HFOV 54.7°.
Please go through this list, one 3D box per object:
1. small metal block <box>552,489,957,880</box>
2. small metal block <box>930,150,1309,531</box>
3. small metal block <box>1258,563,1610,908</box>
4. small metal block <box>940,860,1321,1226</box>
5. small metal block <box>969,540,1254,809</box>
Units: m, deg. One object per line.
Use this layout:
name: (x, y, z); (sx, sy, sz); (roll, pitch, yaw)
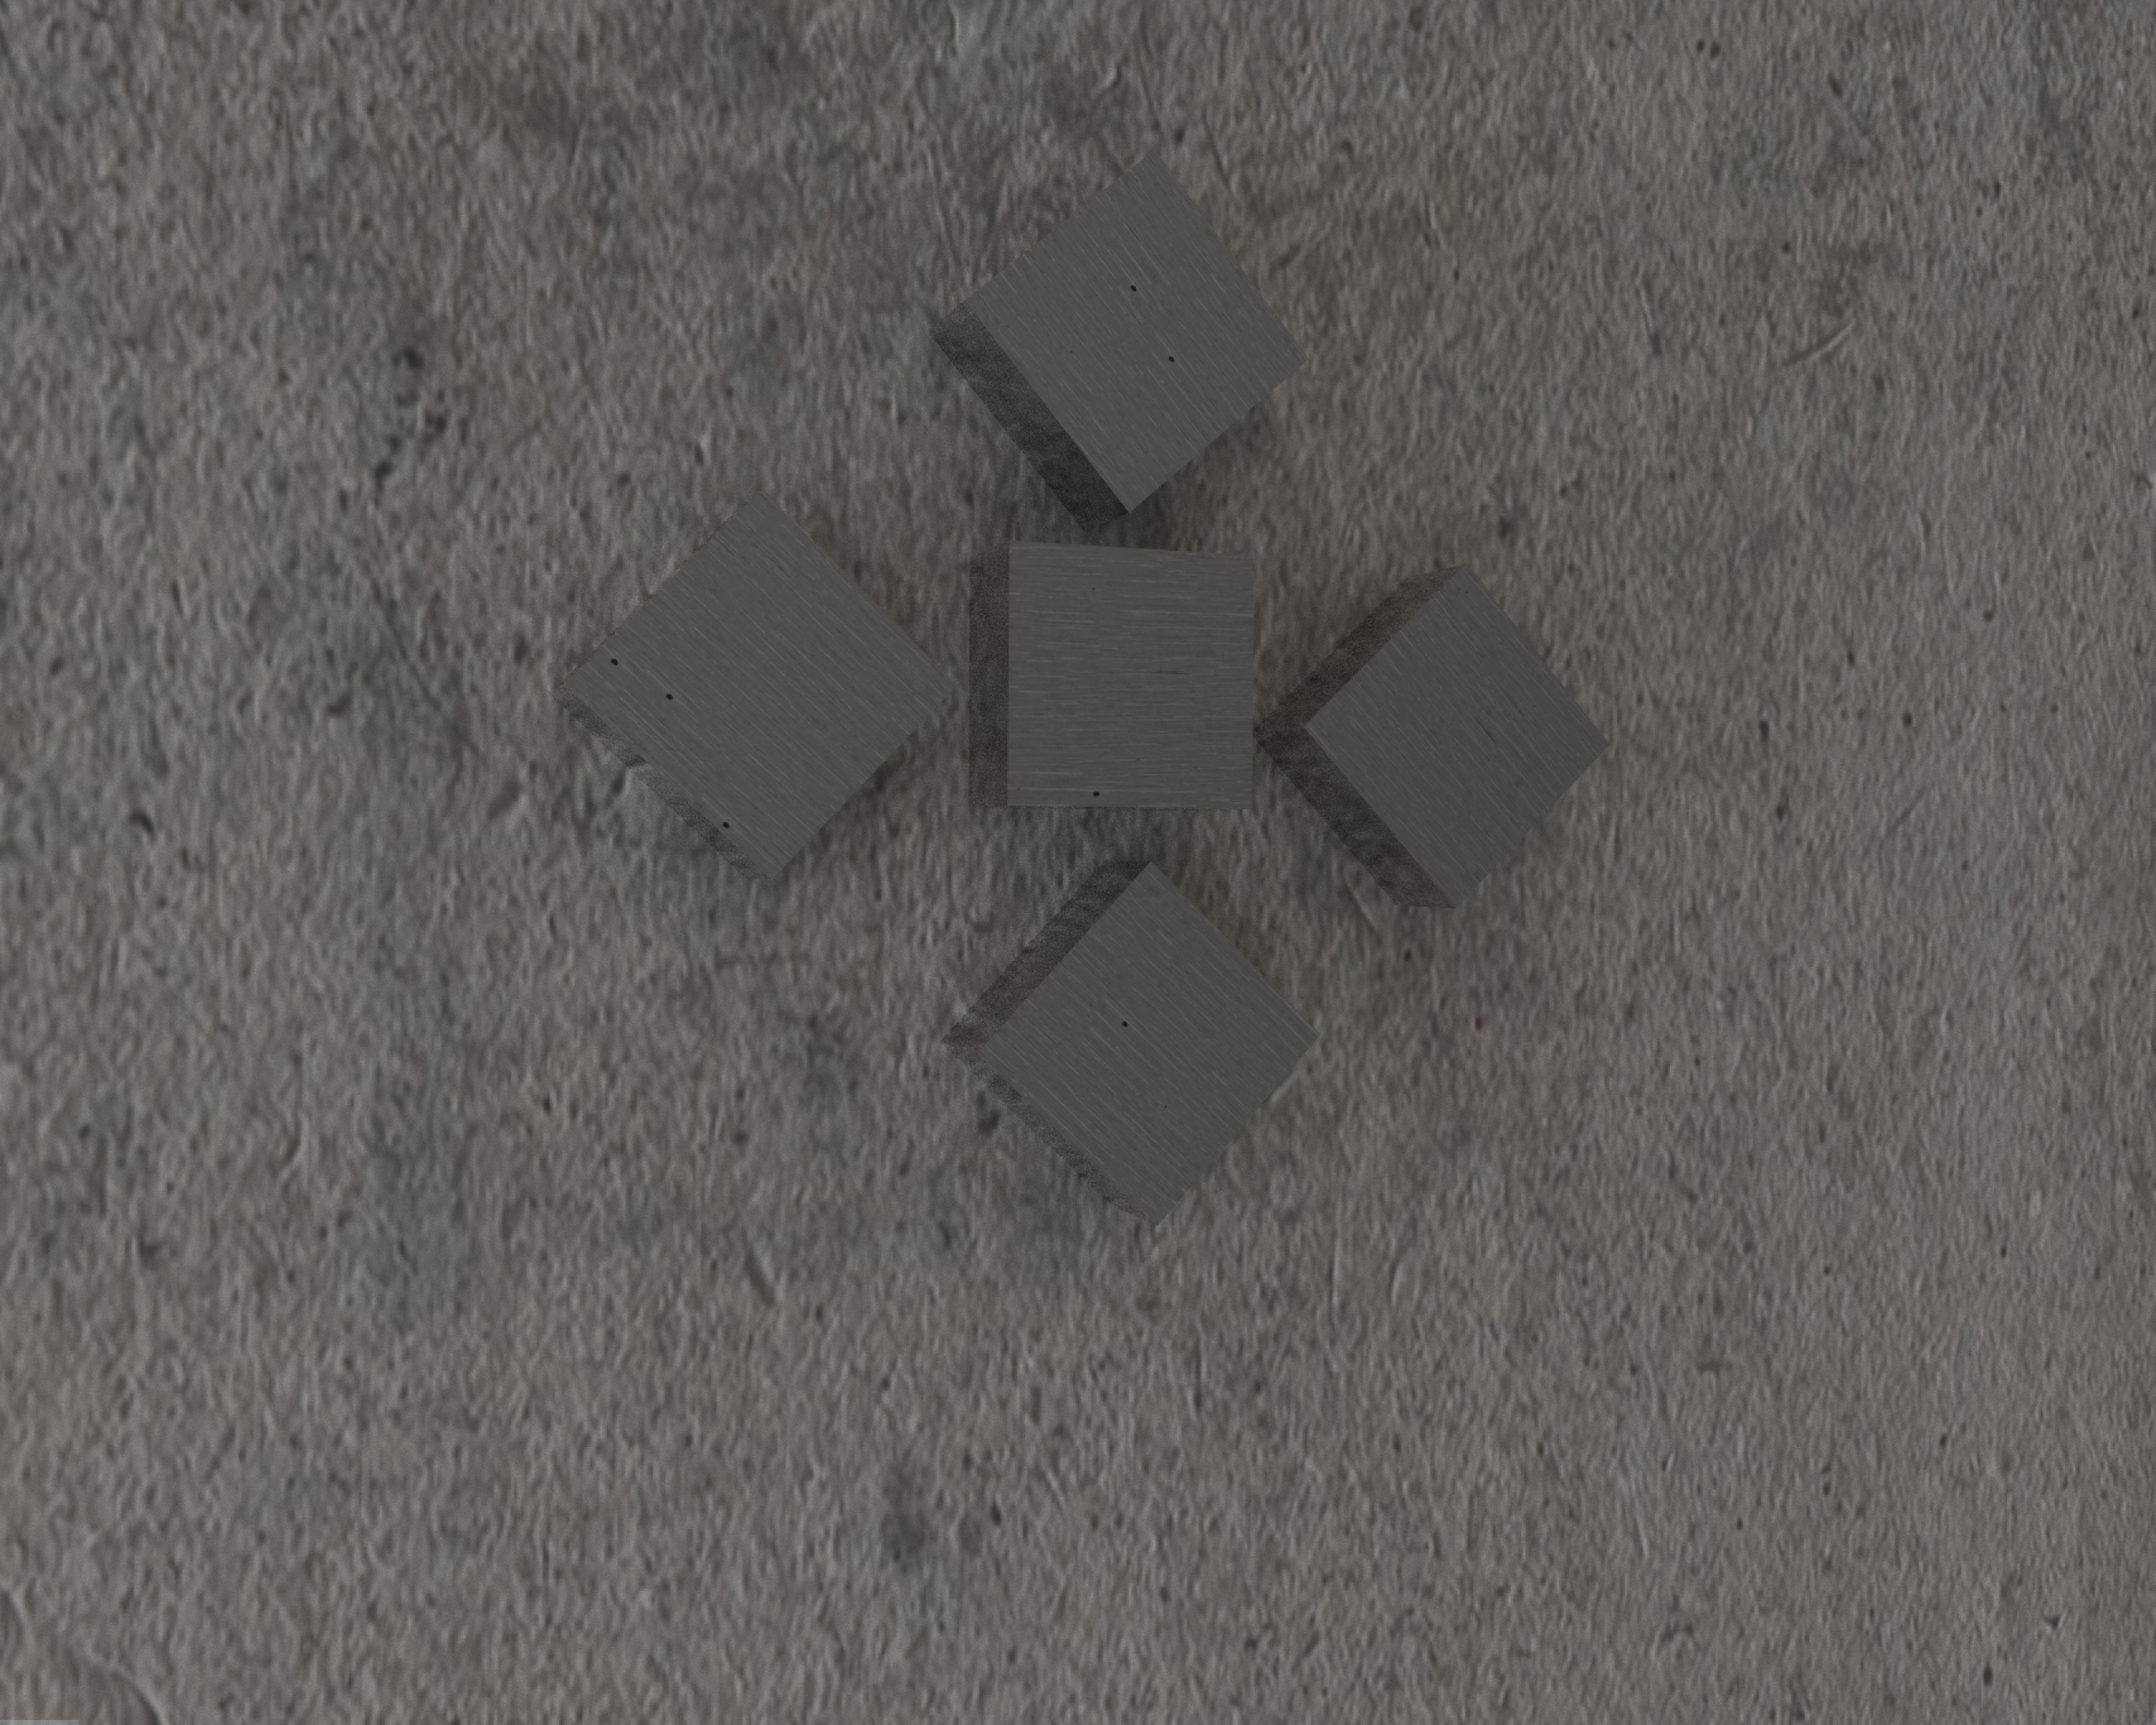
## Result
small metal block: (-0.060, -0.032, 0.387); (0.050, 0.025, 0.050); (45, 76, -15)
small metal block: (0.008, -0.102, 0.412); (0.050, 0.025, 0.050); (-43, 104, -15)
small metal block: (0.074, -0.026, 0.436); (0.050, 0.025, 0.050); (-45, 104, -14)
small metal block: (0.010, 0.035, 0.413); (0.050, 0.025, 0.050); (46, 76, -15)
small metal block: (0.006, -0.035, 0.411); (0.050, 0.025, 0.050); (0, 90, -20)
